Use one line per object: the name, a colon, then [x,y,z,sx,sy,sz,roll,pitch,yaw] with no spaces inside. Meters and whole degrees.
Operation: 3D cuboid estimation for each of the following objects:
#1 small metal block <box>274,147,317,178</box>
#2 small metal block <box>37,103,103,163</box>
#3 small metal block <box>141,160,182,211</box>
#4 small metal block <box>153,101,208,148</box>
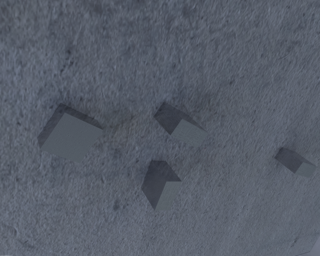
small metal block: [0.249,0.063,0.570,0.050,0.050,0.025,17,109,-35]
small metal block: [-0.103,0.007,0.356,0.050,0.025,0.050,29,102,-38]
small metal block: [0.001,0.082,0.443,0.025,0.050,0.050,6,115,-32]
small metal block: [0.027,-0.004,0.404,0.050,0.050,0.025,26,104,-38]
